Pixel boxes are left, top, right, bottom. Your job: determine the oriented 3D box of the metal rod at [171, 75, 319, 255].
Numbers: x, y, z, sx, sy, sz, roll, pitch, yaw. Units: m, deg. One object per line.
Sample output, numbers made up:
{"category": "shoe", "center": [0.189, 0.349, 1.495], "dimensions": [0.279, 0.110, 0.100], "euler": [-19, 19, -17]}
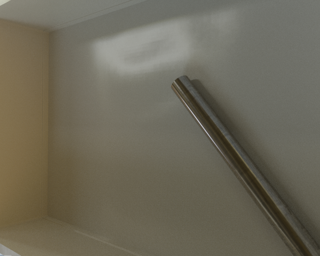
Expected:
{"category": "metal rod", "center": [0.100, 0.057, 0.325], "dimensions": [0.025, 0.025, 0.299], "euler": [-48, 62, 29]}
